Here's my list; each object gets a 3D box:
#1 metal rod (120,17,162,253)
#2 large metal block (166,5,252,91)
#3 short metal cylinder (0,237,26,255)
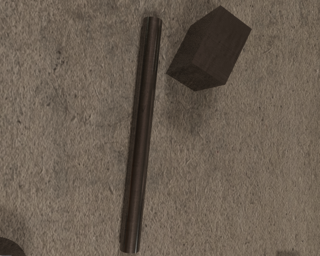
[{"bbox_3d":[-0.024,0.007,0.400,0.025,0.025,0.298,6,88,-20],"label":"metal rod"},{"bbox_3d":[0.060,-0.098,0.403,0.050,0.080,0.080,30,80,-18],"label":"large metal block"},{"bbox_3d":[-0.185,0.163,0.328,0.081,0.050,0.079,0,90,-21],"label":"short metal cylinder"}]
